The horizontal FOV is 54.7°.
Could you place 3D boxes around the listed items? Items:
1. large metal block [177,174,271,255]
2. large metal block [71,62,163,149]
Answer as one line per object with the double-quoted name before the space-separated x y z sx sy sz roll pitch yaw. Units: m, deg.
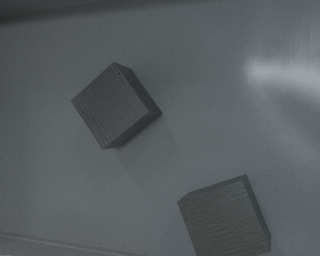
"large metal block" 0.077 0.109 0.370 0.080 0.050 0.080 -23 83 18
"large metal block" -0.058 -0.028 0.418 0.080 0.050 0.080 -38 78 16
